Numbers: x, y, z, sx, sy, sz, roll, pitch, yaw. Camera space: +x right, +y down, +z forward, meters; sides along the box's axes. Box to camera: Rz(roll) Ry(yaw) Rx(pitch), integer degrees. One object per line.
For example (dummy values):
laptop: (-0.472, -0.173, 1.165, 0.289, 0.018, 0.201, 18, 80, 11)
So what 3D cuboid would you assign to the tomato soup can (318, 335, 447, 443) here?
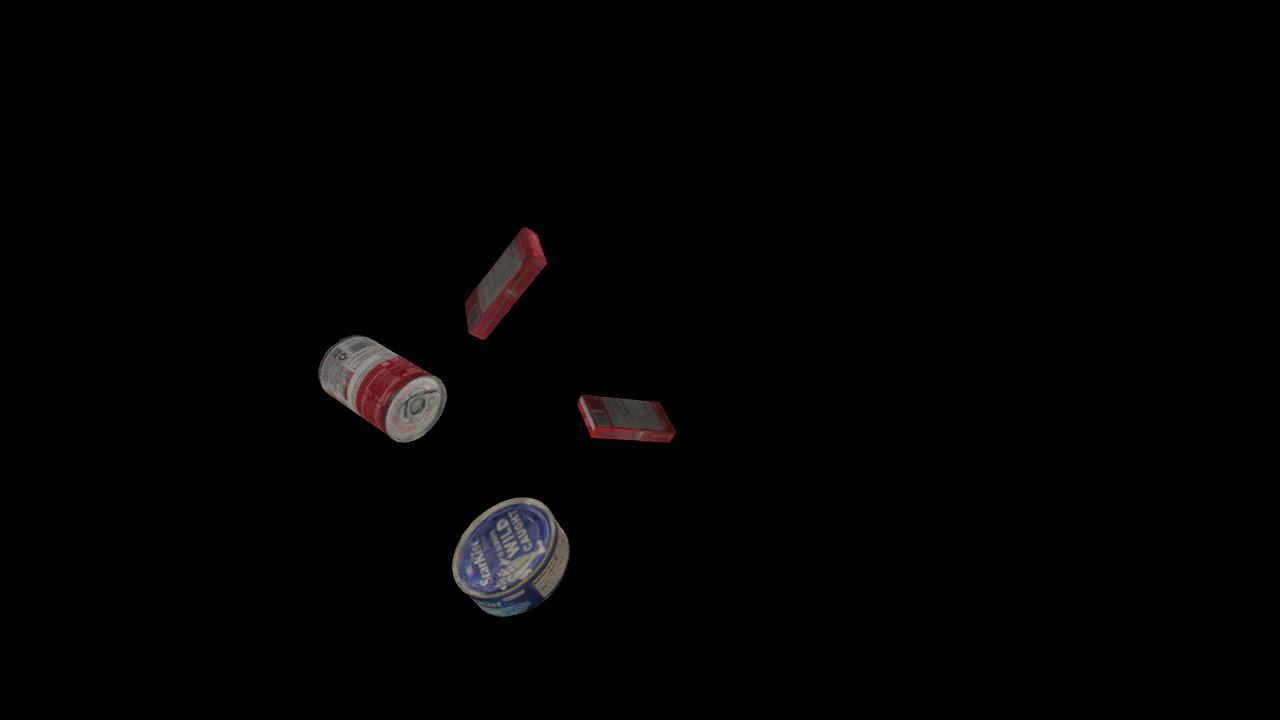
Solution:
tomato soup can: (-0.243, 0.025, 0.577, 0.101, 0.068, 0.068, 25, 11, 24)

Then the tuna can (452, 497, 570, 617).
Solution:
tuna can: (-0.097, 0.149, 0.468, 0.084, 0.034, 0.084, -14, 38, 11)

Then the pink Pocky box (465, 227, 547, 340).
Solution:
pink Pocky box: (-0.194, -0.109, 0.880, 0.029, 0.155, 0.084, 29, 23, -37)

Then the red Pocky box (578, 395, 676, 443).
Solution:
red Pocky box: (-0.022, 0.100, 1.031, 0.155, 0.028, 0.083, 8, 32, -30)
